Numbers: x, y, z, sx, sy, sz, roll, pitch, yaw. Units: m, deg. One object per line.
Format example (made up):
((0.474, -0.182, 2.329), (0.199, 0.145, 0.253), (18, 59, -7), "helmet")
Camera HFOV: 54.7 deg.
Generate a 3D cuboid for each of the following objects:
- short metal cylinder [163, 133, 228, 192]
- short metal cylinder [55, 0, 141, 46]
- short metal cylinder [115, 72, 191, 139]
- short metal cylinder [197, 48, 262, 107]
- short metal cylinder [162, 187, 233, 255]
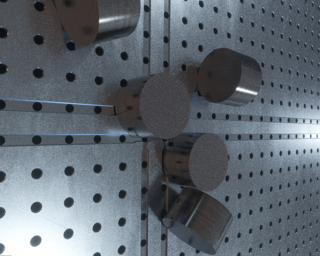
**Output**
((0.051, 0.046, 0.439), (0.081, 0.050, 0.079), (0, 90, -40), "short metal cylinder")
((-0.066, -0.130, 0.319), (0.050, 0.080, 0.080), (-27, 107, -37), "short metal cylinder")
((-0.008, -0.027, 0.388), (0.081, 0.050, 0.079), (0, 90, -40), "short metal cylinder")
((0.103, -0.074, 0.462), (0.050, 0.080, 0.080), (5, 87, -40), "short metal cylinder")
((0.051, 0.125, 0.418), (0.080, 0.080, 0.050), (52, 59, -28), "short metal cylinder")
